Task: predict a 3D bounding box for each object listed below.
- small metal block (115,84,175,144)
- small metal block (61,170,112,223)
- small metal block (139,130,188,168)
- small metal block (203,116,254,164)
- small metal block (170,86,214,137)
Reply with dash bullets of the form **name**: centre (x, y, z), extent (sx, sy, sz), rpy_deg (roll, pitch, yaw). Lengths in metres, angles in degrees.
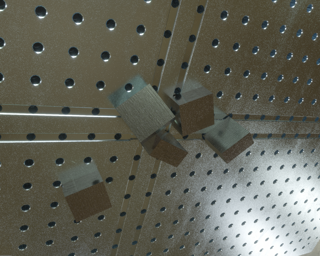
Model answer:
- **small metal block**: centre (-0.017, -0.016, 0.373), extent (0.050, 0.050, 0.025), rpy_deg (-37, 172, -4)
- **small metal block**: centre (-0.097, 0.091, 0.414), extent (0.050, 0.025, 0.050), rpy_deg (-21, 127, -16)
- **small metal block**: centre (0.001, 0.021, 0.408), extent (0.050, 0.050, 0.025), rpy_deg (28, 103, -38)
- **small metal block**: centre (0.101, 0.017, 0.460), extent (0.050, 0.050, 0.025), rpy_deg (-37, 129, -4)
- **small metal block**: centre (0.045, -0.023, 0.421), extent (0.050, 0.025, 0.050), rpy_deg (-21, 126, -16)
